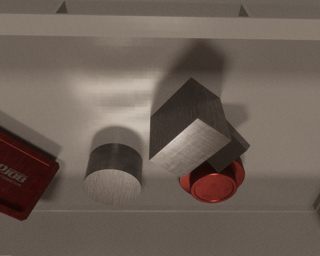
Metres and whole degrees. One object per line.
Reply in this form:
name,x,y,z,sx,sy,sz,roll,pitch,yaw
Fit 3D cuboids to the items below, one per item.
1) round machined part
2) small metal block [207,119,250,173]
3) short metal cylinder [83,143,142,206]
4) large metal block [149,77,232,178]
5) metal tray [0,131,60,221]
round machined part,0.078,0.076,0.464,0.099,0.042,0.097,-1,130,0
small metal block,0.082,0.023,0.411,0.050,0.025,0.050,49,116,8
short metal cylinder,-0.066,0.068,0.450,0.081,0.050,0.079,0,130,0
large metal block,0.032,0.000,0.373,0.050,0.080,0.080,32,123,-24
metal tray,-0.216,0.055,0.412,0.130,0.090,0.030,37,163,-28
